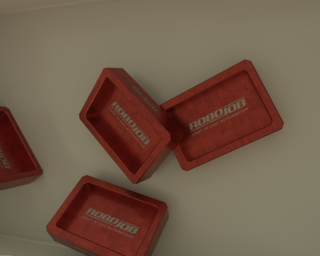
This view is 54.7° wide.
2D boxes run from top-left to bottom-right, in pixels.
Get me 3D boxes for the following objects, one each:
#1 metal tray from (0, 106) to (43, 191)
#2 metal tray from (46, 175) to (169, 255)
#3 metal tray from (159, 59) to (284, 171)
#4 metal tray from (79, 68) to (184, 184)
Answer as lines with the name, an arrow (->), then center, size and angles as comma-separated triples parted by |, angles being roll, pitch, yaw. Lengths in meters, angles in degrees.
metal tray -> -0.242, 0.027, 0.459 | 0.030, 0.090, 0.130 | -36, 79, 16
metal tray -> -0.065, 0.121, 0.400 | 0.130, 0.090, 0.030 | 15, 139, 19
metal tray -> 0.071, -0.013, 0.382 | 0.130, 0.030, 0.090 | -27, 81, 17
metal tray -> -0.042, -0.005, 0.401 | 0.130, 0.030, 0.089 | 47, 121, 20
